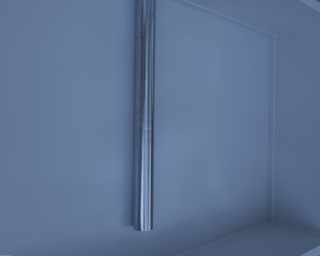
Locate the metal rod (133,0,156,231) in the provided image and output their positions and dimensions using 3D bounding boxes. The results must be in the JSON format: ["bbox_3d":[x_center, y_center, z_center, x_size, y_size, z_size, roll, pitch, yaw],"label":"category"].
[{"bbox_3d":[-0.019,-0.023,0.392,0.025,0.025,0.298,1,89,-40],"label":"metal rod"}]
